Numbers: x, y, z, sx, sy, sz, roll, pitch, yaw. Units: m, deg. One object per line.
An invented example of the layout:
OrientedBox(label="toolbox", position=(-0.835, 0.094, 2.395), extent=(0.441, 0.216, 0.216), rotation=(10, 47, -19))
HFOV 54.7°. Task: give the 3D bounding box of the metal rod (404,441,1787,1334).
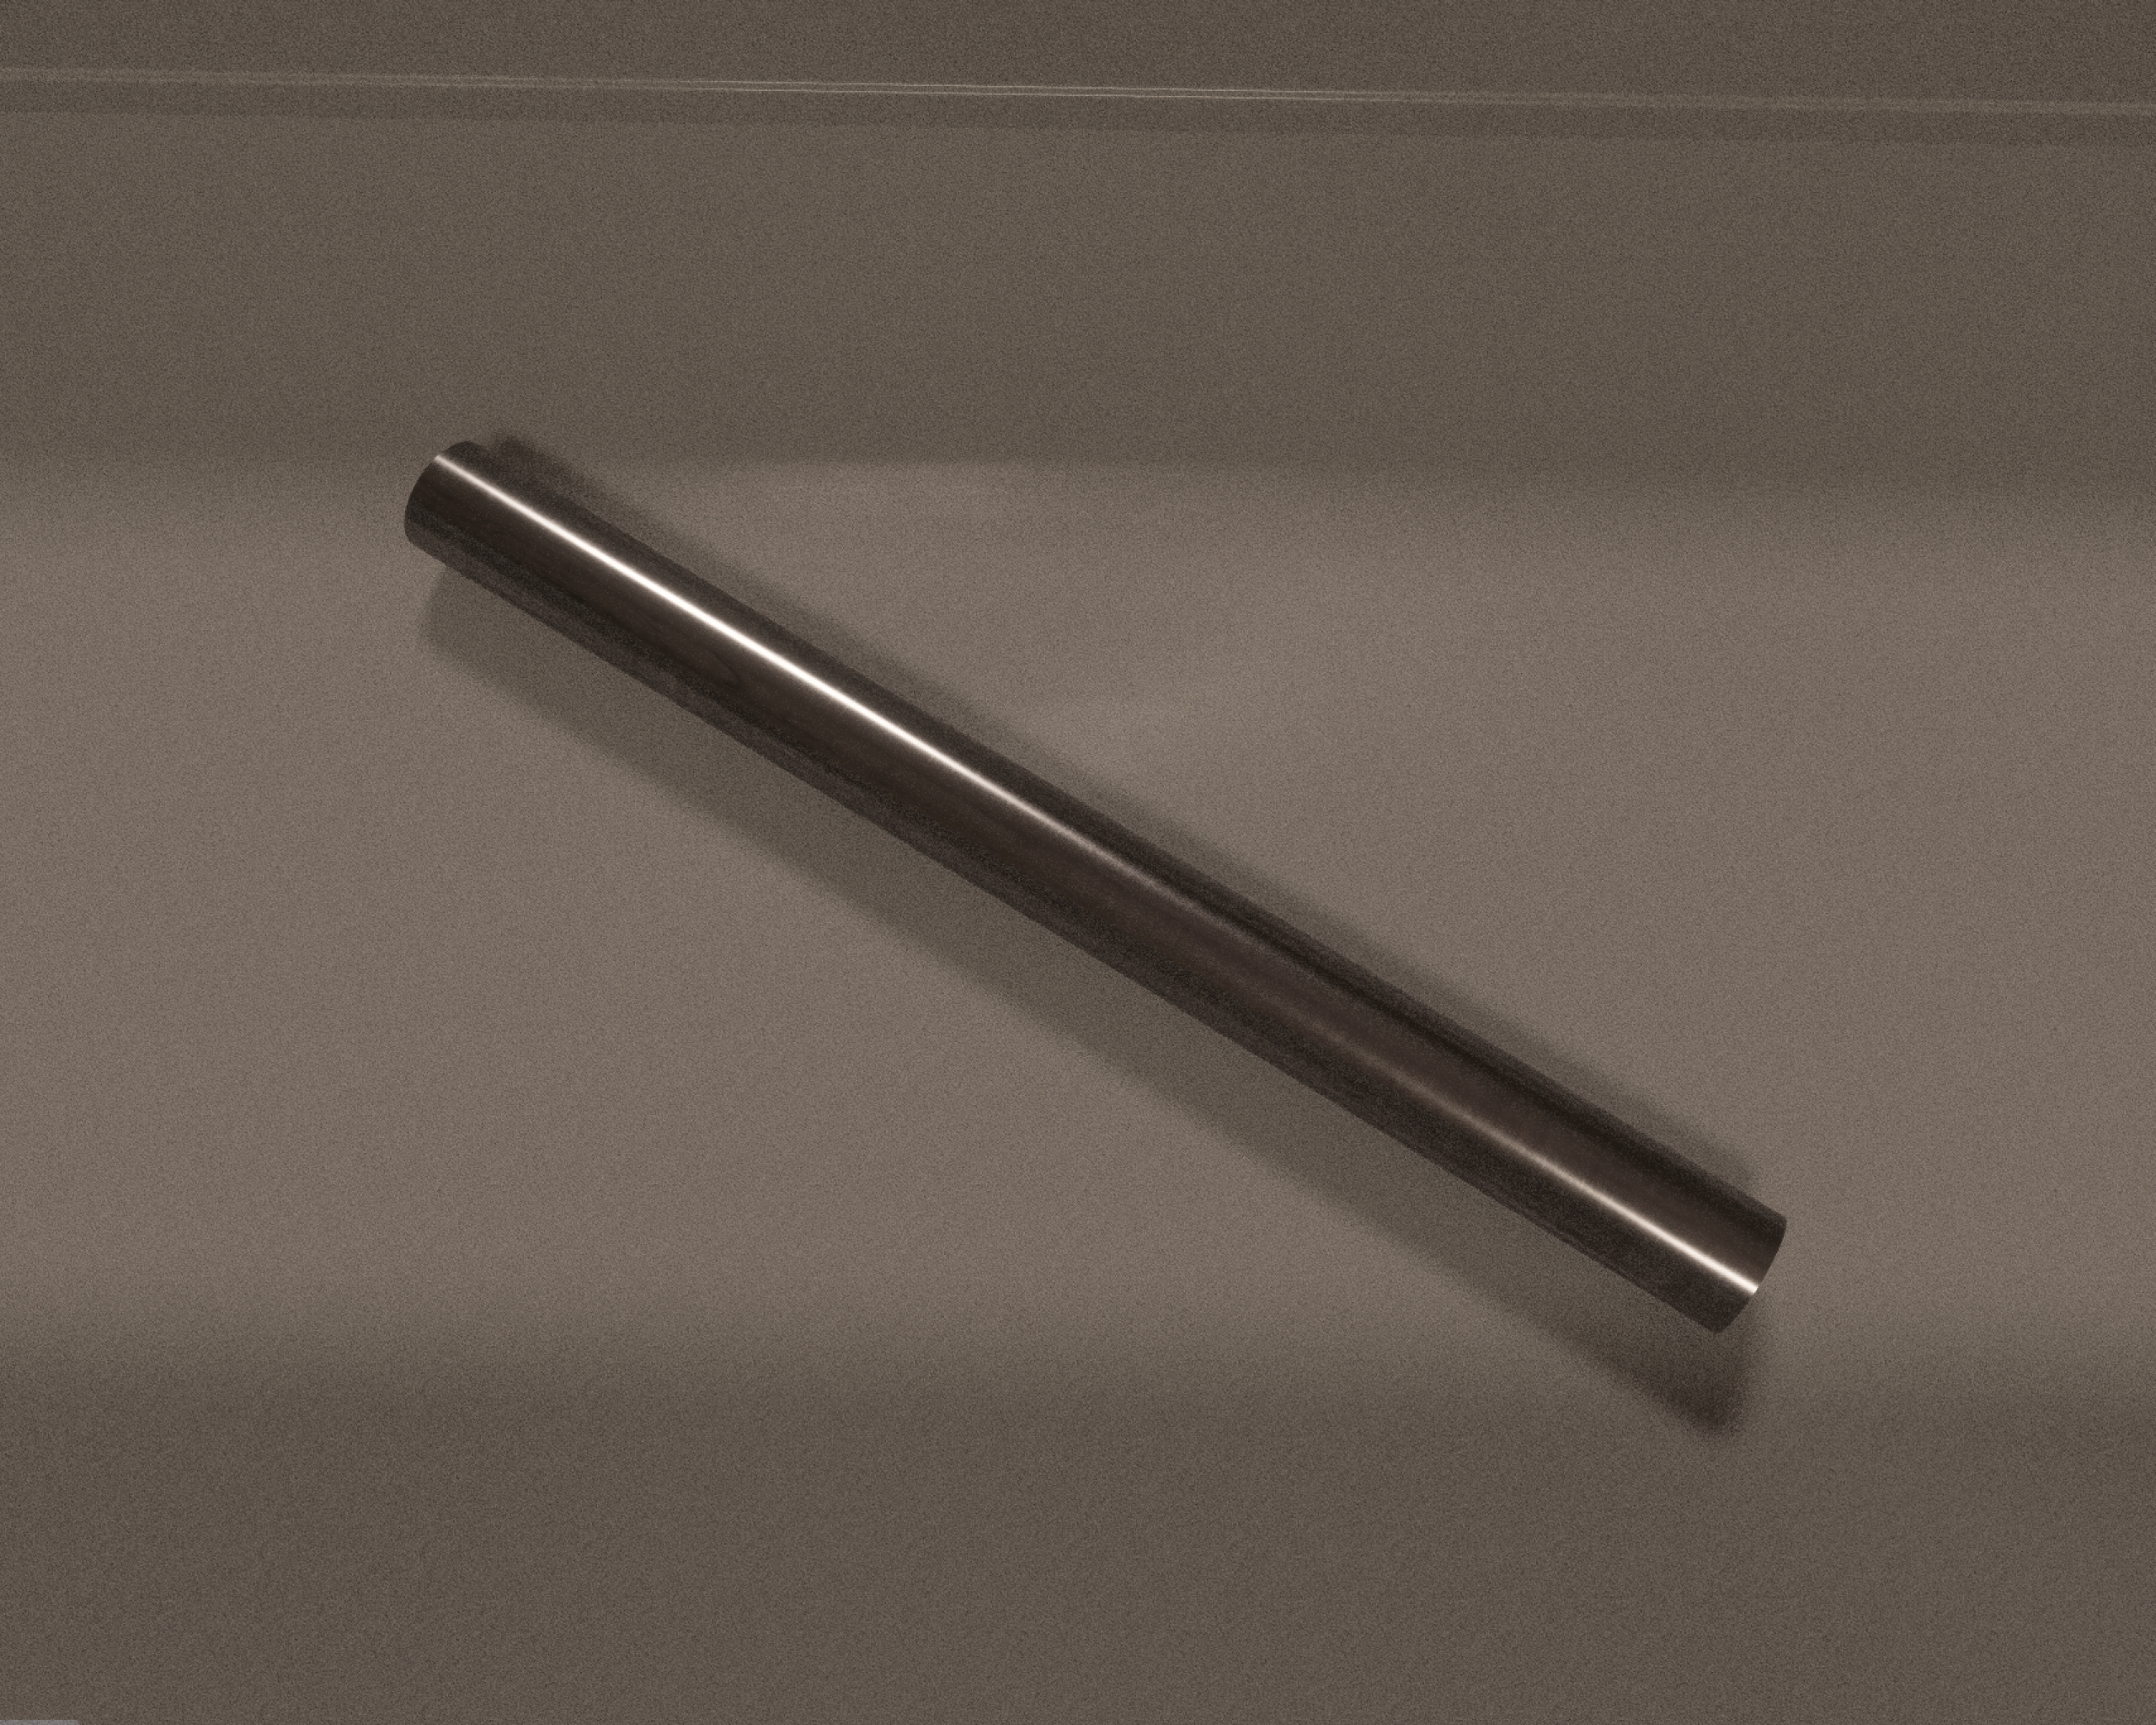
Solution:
OrientedBox(label="metal rod", position=(-0.004, 0.000, 0.407), extent=(0.301, 0.025, 0.025), rotation=(31, 73, 10))
